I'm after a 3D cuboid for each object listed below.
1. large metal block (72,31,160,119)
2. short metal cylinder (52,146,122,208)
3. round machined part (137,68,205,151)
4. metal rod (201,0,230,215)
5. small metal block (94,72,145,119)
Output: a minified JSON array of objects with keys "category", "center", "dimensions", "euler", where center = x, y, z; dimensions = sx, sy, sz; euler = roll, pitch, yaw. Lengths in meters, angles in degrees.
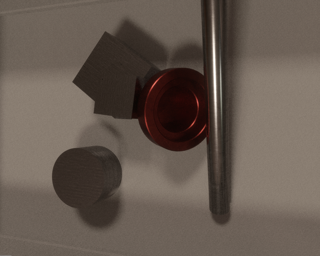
[{"category":"large metal block","center":[-0.055,-0.068,0.415],"dimensions":[0.080,0.050,0.080],"euler":[40,102,15]},{"category":"short metal cylinder","center":[-0.100,0.066,0.431],"dimensions":[0.080,0.050,0.079],"euler":[0,90,19]},{"category":"round machined part","center":[0.017,-0.024,0.376],"dimensions":[0.042,0.099,0.097],"euler":[18,98,60]},{"category":"metal rod","center":[0.060,-0.037,0.330],"dimensions":[0.025,0.025,0.298],"euler":[2,114,19]},{"category":"small metal block","center":[-0.049,-0.039,0.374],"dimensions":[0.050,0.025,0.050],"euler":[8,93,19]}]
